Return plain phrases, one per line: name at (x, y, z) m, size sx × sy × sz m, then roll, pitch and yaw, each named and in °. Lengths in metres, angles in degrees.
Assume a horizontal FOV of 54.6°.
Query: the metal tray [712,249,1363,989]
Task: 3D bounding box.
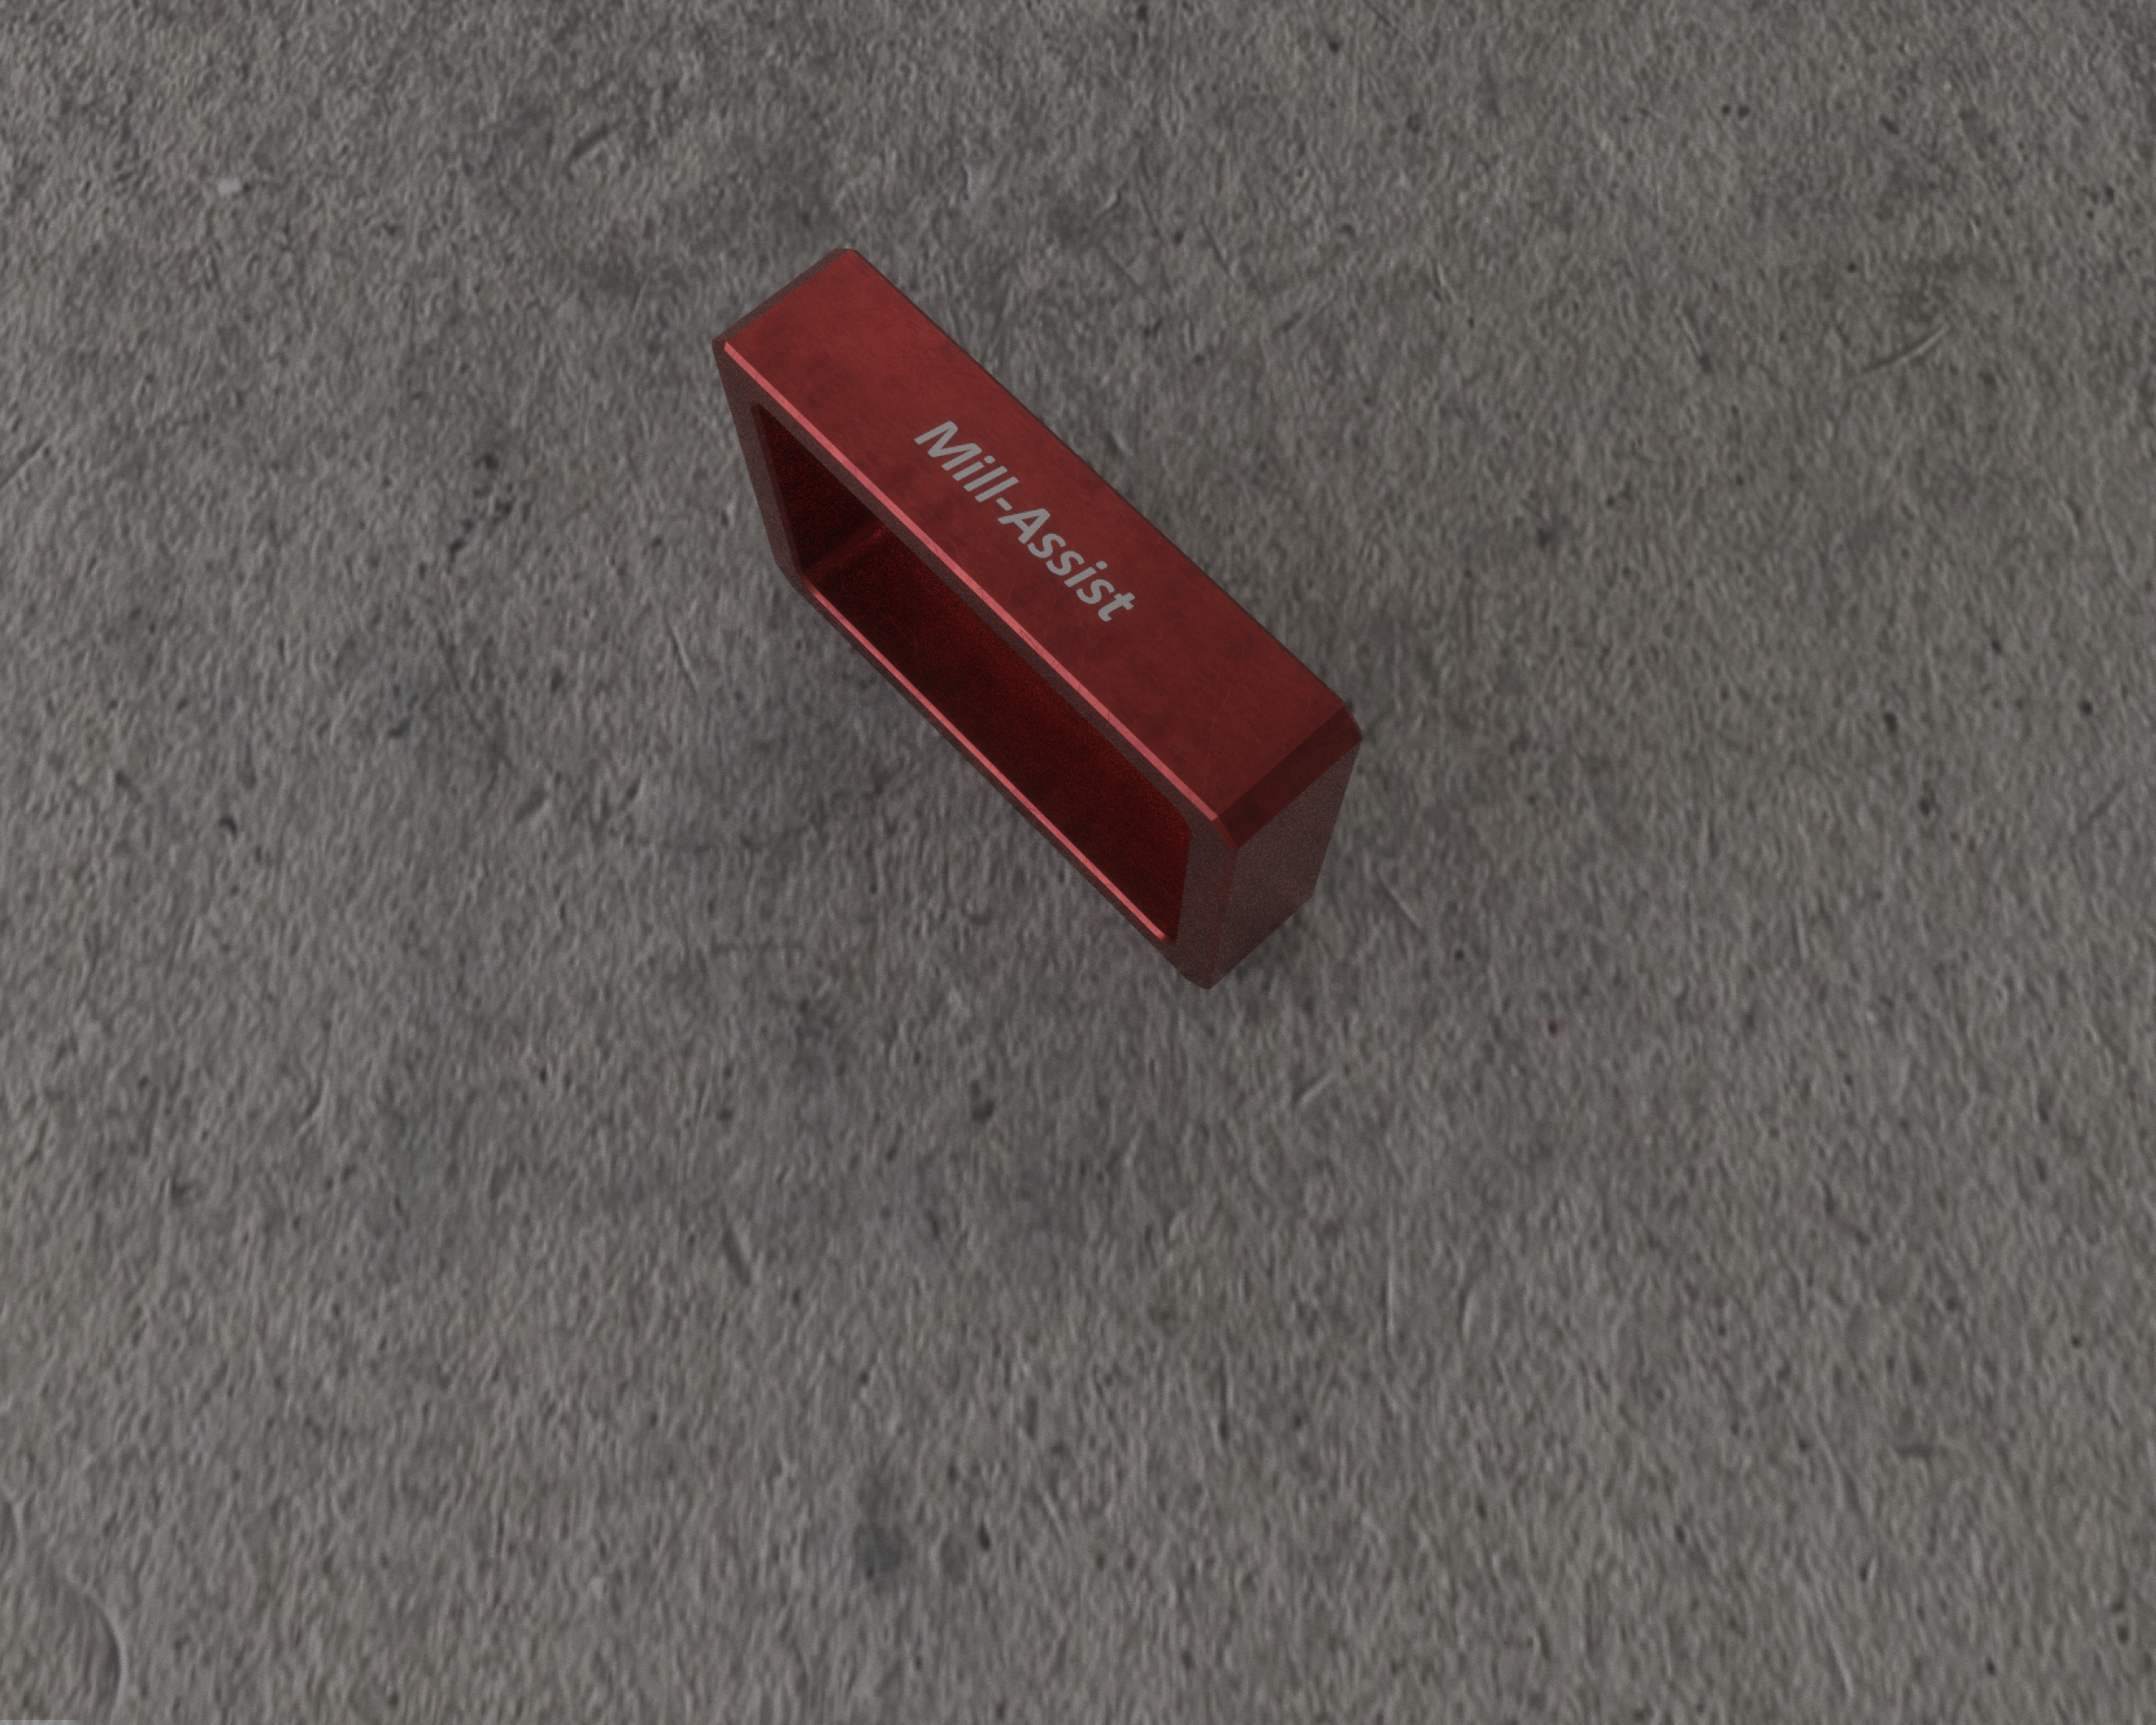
metal tray at (-0.009, -0.042, 0.389) m, size 0.030 × 0.090 × 0.130 m, roll -42°, pitch 75°, yaw -13°
